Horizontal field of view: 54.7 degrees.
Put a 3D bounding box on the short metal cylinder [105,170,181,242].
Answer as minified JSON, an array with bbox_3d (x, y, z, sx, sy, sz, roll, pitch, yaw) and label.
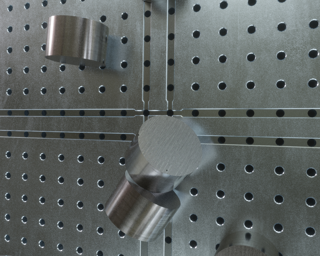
[{"bbox_3d":[-0.021,0.095,0.391,0.080,0.080,0.050,35,102,16],"label":"short metal cylinder"}]

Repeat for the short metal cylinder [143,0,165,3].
[{"bbox_3d":[-0.012,-0.213,0.404,0.080,0.050,0.079,0,90,20],"label":"short metal cylinder"}]

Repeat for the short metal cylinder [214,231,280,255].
[{"bbox_3d":[0.101,0.169,0.363,0.080,0.050,0.079,0,90,20],"label":"short metal cylinder"}]

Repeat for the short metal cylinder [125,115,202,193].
[{"bbox_3d":[0.004,0.032,0.374,0.080,0.081,0.050,51,141,13],"label":"short metal cylinder"}]

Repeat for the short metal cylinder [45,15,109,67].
[{"bbox_3d":[-0.112,-0.116,0.423,0.080,0.080,0.050,7,92,20],"label":"short metal cylinder"}]
